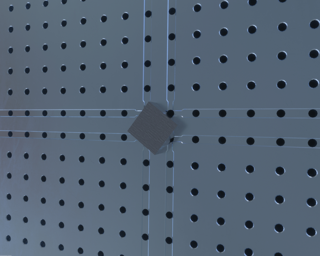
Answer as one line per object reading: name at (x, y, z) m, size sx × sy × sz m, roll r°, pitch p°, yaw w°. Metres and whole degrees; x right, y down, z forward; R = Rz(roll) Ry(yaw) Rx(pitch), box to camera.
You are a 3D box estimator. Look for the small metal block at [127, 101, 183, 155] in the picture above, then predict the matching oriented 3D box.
small metal block at (-0.006, 0.000, 0.415) m, size 0.050 × 0.025 × 0.050 m, roll 40°, pitch 103°, yaw 15°
